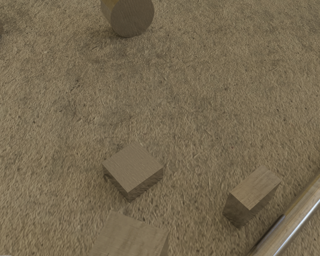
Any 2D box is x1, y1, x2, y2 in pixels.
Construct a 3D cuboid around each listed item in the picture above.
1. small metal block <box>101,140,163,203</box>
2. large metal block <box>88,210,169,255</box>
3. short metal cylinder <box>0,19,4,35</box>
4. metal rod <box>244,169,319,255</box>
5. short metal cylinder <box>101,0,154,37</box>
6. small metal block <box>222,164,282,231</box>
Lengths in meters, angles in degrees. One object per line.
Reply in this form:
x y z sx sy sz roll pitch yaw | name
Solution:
-0.032 0.050 0.361 0.050 0.025 0.050 -33 58 -25 | small metal block
-0.031 0.129 0.259 0.050 0.080 0.080 17 52 14 | large metal block
-0.311 -0.185 0.521 0.080 0.080 0.050 35 58 25 | short metal cylinder
0.156 0.084 0.333 0.302 0.025 0.025 -35 59 -26 | metal rod
-0.057 -0.207 0.542 0.081 0.080 0.050 -21 53 -17 | short metal cylinder
0.095 0.074 0.326 0.050 0.050 0.025 -33 57 -24 | small metal block
